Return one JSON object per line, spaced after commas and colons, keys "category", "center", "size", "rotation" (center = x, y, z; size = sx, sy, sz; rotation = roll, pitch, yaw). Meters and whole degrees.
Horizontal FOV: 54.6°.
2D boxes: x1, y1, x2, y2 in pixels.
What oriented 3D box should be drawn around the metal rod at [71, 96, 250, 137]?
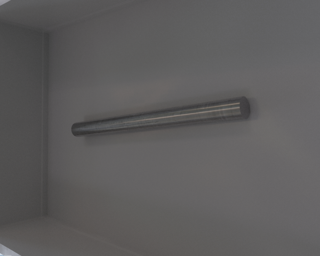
{"category": "metal rod", "center": [-0.024, -0.009, 0.427], "size": [0.300, 0.025, 0.025], "rotation": [-6, 86, 40]}
